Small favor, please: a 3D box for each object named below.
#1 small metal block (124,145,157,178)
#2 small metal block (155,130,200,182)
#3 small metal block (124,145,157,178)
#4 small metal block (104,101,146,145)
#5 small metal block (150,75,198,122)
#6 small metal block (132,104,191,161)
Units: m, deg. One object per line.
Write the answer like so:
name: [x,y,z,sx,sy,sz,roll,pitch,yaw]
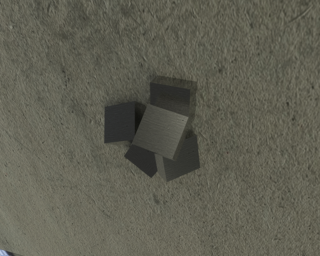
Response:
small metal block: [-0.015,0.035,0.436,0.050,0.025,0.050,39,129,2]
small metal block: [0.022,0.034,0.398,0.025,0.050,0.050,38,143,55]
small metal block: [-0.015,0.035,0.436,0.050,0.025,0.050,39,129,1]
small metal block: [-0.046,-0.005,0.412,0.050,0.025,0.050,-8,77,31]
small metal block: [0.016,-0.033,0.378,0.050,0.025,0.050,13,124,20]
small metal block: [0.003,0.006,0.359,0.050,0.025,0.050,20,82,16]
